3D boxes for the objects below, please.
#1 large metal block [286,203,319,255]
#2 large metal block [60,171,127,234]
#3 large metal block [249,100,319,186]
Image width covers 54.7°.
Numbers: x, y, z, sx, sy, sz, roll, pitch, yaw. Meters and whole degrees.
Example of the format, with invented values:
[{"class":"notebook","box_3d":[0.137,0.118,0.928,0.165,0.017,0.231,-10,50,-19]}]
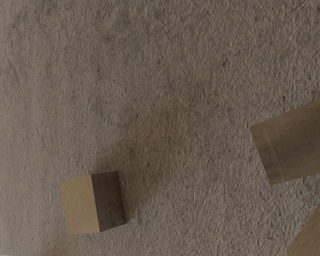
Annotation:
[{"class":"large metal block","box_3d":[0.166,0.092,0.251,0.080,0.050,0.079,36,112,34]},{"class":"large metal block","box_3d":[-0.104,0.114,0.475,0.080,0.050,0.080,-18,79,38]},{"class":"large metal block","box_3d":[0.135,0.008,0.257,0.080,0.081,0.050,-26,74,37]}]
